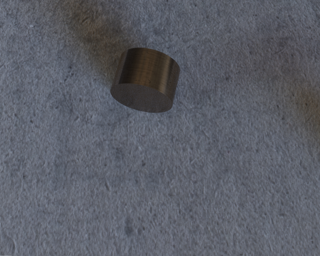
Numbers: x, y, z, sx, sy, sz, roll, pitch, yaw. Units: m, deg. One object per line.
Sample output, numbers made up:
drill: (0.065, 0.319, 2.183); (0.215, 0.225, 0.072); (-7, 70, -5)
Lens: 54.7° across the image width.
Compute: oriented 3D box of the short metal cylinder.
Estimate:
short metal cylinder: (-0.018, -0.059, 0.400); (0.080, 0.080, 0.050); (11, 71, 4)
